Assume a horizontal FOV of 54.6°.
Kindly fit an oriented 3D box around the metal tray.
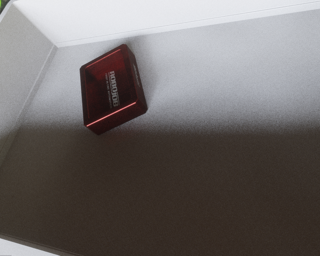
[{"bbox_3d":[-0.076,-0.062,0.481,0.090,0.030,0.130,-24,53,13],"label":"metal tray"}]
